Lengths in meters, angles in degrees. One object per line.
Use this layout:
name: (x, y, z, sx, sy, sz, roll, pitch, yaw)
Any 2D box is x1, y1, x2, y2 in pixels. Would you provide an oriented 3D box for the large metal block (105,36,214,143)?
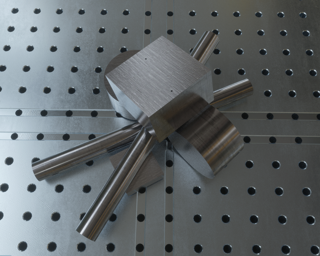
large metal block: (0.001, -0.045, 0.344, 0.080, 0.050, 0.080, -38, 57, -12)

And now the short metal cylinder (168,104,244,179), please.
short metal cylinder: (0.053, 0.015, 0.374, 0.050, 0.080, 0.080, -42, 75, -13)

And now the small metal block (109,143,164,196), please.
small metal block: (-0.029, 0.050, 0.389, 0.050, 0.025, 0.050, -26, 72, -10)

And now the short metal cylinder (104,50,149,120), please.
short metal cylinder: (-0.031, -0.057, 0.415, 0.081, 0.050, 0.080, 0, 70, 0)

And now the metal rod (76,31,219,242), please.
metal rod: (-0.005, -0.004, 0.383, 0.025, 0.025, 0.300, 29, 72, 10)

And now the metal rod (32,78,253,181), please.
metal rod: (-0.016, -0.001, 0.408, 0.302, 0.025, 0.025, -22, 72, -8)
